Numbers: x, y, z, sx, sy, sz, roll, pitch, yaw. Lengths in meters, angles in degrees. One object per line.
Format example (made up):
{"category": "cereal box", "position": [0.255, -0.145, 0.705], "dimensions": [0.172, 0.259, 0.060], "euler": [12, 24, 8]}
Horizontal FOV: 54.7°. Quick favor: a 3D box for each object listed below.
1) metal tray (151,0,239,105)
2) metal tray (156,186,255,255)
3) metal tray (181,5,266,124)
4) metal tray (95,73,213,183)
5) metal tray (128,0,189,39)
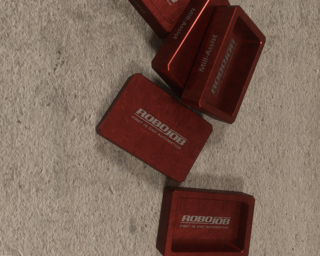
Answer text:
{"category": "metal tray", "position": [0.053, -0.106, 0.406], "dimensions": [0.090, 0.030, 0.130], "euler": [42, 75, -45]}
{"category": "metal tray", "position": [0.066, 0.132, 0.432], "dimensions": [0.131, 0.030, 0.089], "euler": [9, 87, -20]}
{"category": "metal tray", "position": [0.086, -0.078, 0.403], "dimensions": [0.090, 0.030, 0.129], "euler": [22, 89, -47]}
{"category": "metal tray", "position": [-0.005, 0.001, 0.406], "dimensions": [0.130, 0.030, 0.090], "euler": [34, 79, -17]}
{"category": "metal tray", "position": [-0.004, -0.196, 0.405], "dimensions": [0.090, 0.030, 0.130], "euler": [-46, 105, -15]}
